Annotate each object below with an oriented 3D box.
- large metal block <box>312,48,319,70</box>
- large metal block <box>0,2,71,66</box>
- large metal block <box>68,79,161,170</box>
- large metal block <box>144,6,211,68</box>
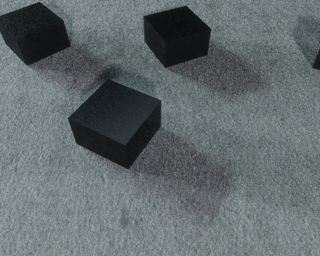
[{"bbox_3d":[0.304,-0.126,0.497,0.080,0.050,0.080,23,54,18],"label":"large metal block"},{"bbox_3d":[-0.212,-0.160,0.518,0.080,0.050,0.080,-34,58,-26],"label":"large metal block"},{"bbox_3d":[-0.053,-0.007,0.392,0.080,0.050,0.080,24,54,18],"label":"large metal block"},{"bbox_3d":[0.027,-0.154,0.517,0.081,0.050,0.080,-20,53,-17],"label":"large metal block"}]
